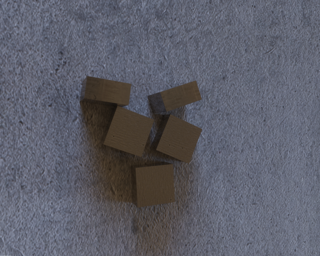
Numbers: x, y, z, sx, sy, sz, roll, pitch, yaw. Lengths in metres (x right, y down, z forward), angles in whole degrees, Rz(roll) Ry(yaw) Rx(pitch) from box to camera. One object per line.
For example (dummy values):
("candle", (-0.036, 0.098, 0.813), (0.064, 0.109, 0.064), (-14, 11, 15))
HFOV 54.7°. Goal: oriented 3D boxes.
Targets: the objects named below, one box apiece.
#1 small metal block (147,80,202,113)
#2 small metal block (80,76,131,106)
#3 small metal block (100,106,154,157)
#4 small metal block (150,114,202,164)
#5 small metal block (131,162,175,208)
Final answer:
("small metal block", (0.018, -0.040, 0.402), (0.050, 0.050, 0.025), (-20, 97, -19))
("small metal block", (-0.066, -0.042, 0.371), (0.050, 0.050, 0.025), (8, 88, -20))
("small metal block", (-0.042, 0.004, 0.394), (0.050, 0.025, 0.050), (21, 83, -19))
("small metal block", (0.022, 0.015, 0.417), (0.050, 0.025, 0.050), (24, 82, -19))
("small metal block", (-0.010, 0.073, 0.405), (0.050, 0.025, 0.050), (-3, 91, -20))
